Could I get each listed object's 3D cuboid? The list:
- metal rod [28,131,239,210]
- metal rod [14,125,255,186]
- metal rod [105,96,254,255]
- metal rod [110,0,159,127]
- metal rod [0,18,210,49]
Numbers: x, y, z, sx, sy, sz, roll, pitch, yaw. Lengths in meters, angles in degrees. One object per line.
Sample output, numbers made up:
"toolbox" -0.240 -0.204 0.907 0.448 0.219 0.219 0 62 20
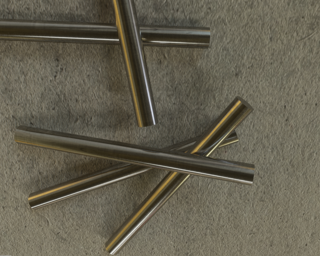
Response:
"metal rod" -0.041 0.056 0.430 0.301 0.025 0.025 -19 109 7
"metal rod" -0.039 0.031 0.385 0.301 0.025 0.025 9 111 10
"metal rod" 0.013 0.078 0.418 0.025 0.025 0.299 34 114 -12
"metal rod" -0.043 -0.147 0.333 0.025 0.025 0.298 -11 102 4
"metal rod" -0.093 -0.113 0.367 0.302 0.025 0.025 2 110 -1
